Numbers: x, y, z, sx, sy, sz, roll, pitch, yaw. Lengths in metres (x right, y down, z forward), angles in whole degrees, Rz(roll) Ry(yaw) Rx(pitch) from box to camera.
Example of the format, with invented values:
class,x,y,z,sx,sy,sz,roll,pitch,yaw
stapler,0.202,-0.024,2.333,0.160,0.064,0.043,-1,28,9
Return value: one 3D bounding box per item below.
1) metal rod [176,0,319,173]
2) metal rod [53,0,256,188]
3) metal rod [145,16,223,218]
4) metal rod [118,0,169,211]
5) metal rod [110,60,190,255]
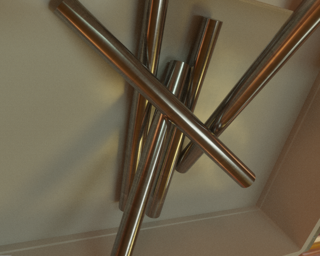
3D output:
class,x,y,z,sx,sy,sz,roll,pitch,yaw
metal rod,0.085,-0.027,0.356,0.025,0.025,0.298,-3,147,-27
metal rod,0.012,-0.024,0.348,0.025,0.025,0.300,-46,113,4
metal rod,0.025,0.002,0.425,0.025,0.025,0.298,1,118,-29
metal rod,-0.025,-0.015,0.387,0.025,0.025,0.298,-5,121,-27
metal rod,-0.019,0.064,0.370,0.025,0.025,0.299,19,87,-36
